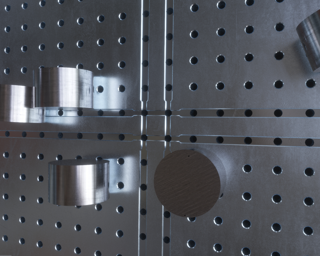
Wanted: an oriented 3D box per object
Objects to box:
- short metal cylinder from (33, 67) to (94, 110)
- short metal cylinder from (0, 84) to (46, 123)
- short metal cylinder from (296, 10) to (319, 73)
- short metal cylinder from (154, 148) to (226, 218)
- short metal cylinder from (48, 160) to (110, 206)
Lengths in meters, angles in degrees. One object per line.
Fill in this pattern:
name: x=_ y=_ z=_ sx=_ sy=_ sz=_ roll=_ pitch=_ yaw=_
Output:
short metal cylinder: x=-0.132 y=-0.052 z=0.429 sx=0.080 sy=0.080 sz=0.050 roll=0 pitch=90 yaw=19
short metal cylinder: x=-0.210 y=-0.035 z=0.456 sx=0.080 sy=0.080 sz=0.050 roll=4 pitch=92 yaw=19
short metal cylinder: x=0.190 y=-0.096 z=0.317 sx=0.080 sy=0.080 sz=0.050 roll=-21 pitch=83 yaw=18
short metal cylinder: x=0.039 y=0.065 z=0.385 sx=0.080 sy=0.050 sz=0.079 roll=0 pitch=90 yaw=19
short metal cylinder: x=-0.109 y=0.071 z=0.420 sx=0.080 sy=0.080 sz=0.050 roll=0 pitch=90 yaw=19
